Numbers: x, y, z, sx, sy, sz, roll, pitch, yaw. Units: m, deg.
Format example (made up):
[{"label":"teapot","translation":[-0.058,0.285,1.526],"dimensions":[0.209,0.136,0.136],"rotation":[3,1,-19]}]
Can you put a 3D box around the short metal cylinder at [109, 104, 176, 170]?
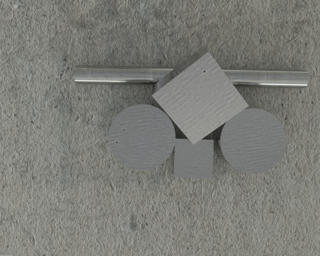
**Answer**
[{"label":"short metal cylinder","translation":[-0.021,0.011,0.398],"dimensions":[0.081,0.050,0.079],"rotation":[0,90,0]}]

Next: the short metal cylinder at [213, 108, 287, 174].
[{"label":"short metal cylinder","translation":[0.113,0.016,0.399],"dimensions":[0.081,0.050,0.079],"rotation":[0,90,0]}]

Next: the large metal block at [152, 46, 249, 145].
[{"label":"large metal block","translation":[0.047,-0.041,0.381],"dimensions":[0.080,0.050,0.080],"rotation":[-37,107,13]}]

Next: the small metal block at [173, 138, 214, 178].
[{"label":"small metal block","translation":[0.044,0.039,0.412],"dimensions":[0.050,0.025,0.050],"rotation":[2,90,0]}]

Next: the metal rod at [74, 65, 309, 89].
[{"label":"metal rod","translation":[0.041,-0.068,0.411],"dimensions":[0.302,0.025,0.025],"rotation":[1,90,0]}]
